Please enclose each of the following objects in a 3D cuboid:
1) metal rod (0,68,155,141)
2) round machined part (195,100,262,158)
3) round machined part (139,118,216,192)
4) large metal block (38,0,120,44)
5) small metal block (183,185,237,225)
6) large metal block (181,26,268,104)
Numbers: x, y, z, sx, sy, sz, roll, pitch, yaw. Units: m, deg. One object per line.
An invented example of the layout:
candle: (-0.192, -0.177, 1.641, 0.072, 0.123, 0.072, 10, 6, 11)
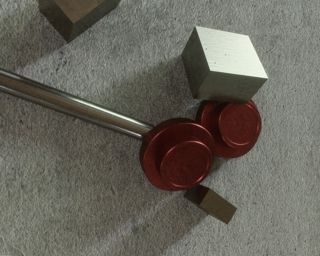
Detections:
metal rod: (-0.146, -0.042, 0.354, 0.302, 0.025, 0.025, 20, 83, -19)
round machined part: (0.103, -0.006, 0.438, 0.099, 0.042, 0.097, 0, 90, -20)
round machined part: (0.027, 0.039, 0.393, 0.099, 0.042, 0.097, -7, 114, -17)
large metal block: (-0.087, -0.148, 0.348, 0.080, 0.080, 0.050, -43, 104, -15)
small metal block: (0.067, 0.101, 0.421, 0.050, 0.050, 0.025, 37, 78, -16)
large metal block: (0.081, -0.082, 0.406, 0.081, 0.050, 0.080, 3, 54, -20)
